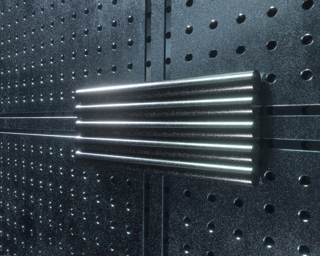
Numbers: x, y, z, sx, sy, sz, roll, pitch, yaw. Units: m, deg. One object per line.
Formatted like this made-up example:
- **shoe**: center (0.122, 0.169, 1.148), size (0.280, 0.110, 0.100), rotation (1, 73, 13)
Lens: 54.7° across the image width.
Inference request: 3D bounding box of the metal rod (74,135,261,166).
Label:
- **metal rod**: center (-0.015, 0.025, 0.420), size (0.300, 0.025, 0.025), rotation (1, 91, 39)

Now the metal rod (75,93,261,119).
- **metal rod**: center (-0.015, -0.025, 0.420), size (0.300, 0.025, 0.025), rotation (1, 91, 39)

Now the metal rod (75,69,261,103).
- **metal rod**: center (-0.015, -0.051, 0.419), size (0.300, 0.025, 0.025), rotation (1, 91, 39)

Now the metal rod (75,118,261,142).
- **metal rod**: center (-0.015, 0.000, 0.419), size (0.300, 0.025, 0.025), rotation (1, 91, 39)

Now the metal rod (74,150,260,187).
- **metal rod**: center (-0.016, 0.049, 0.420), size (0.300, 0.025, 0.025), rotation (0, 90, 39)
